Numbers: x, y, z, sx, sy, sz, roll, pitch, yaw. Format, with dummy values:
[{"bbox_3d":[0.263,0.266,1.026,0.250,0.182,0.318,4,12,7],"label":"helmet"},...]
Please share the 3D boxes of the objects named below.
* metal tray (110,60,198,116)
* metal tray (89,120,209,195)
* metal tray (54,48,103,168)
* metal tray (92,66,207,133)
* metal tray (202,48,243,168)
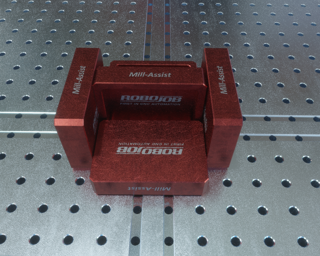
[{"bbox_3d":[-0.010,-0.059,0.454,0.131,0.030,0.090,1,50,0],"label":"metal tray"},{"bbox_3d":[-0.012,0.033,0.374,0.131,0.030,0.090,1,50,0],"label":"metal tray"},{"bbox_3d":[-0.092,-0.027,0.386,0.030,0.089,0.130,1,50,0],"label":"metal tray"},{"bbox_3d":[-0.012,-0.033,0.391,0.131,0.089,0.030,1,50,0],"label":"metal tray"},{"bbox_3d":[0.070,-0.027,0.388,0.030,0.089,0.130,1,50,0],"label":"metal tray"}]
